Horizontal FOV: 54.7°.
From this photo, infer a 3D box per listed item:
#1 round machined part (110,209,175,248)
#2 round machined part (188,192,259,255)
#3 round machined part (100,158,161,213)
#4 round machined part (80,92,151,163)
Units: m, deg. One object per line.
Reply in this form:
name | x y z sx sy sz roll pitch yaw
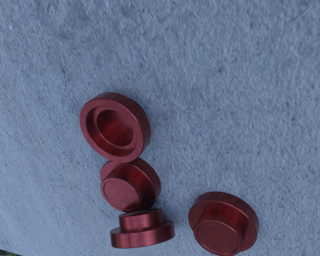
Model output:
round machined part | -0.028 0.150 0.476 0.098 0.099 0.042 -14 79 33
round machined part | 0.086 0.141 0.437 0.098 0.042 0.097 13 124 20
round machined part | -0.052 0.091 0.478 0.098 0.042 0.097 13 124 20
round machined part | -0.056 -0.004 0.421 0.098 0.042 0.097 13 124 20
